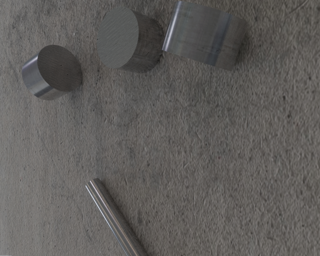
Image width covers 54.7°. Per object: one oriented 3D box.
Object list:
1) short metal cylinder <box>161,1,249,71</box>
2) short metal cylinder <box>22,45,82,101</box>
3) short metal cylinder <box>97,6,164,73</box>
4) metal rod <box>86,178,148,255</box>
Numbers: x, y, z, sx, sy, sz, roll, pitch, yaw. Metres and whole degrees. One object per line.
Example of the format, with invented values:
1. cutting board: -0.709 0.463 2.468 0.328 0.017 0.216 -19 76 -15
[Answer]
1. short metal cylinder: 0.047 -0.097 0.331 0.080 0.081 0.050 28 108 36
2. short metal cylinder: -0.179 -0.091 0.517 0.050 0.081 0.080 -17 79 39
3. short metal cylinder: -0.041 -0.118 0.422 0.080 0.050 0.079 0 90 40
4. metal rod: -0.022 0.190 0.422 0.300 0.025 0.025 50 119 28
